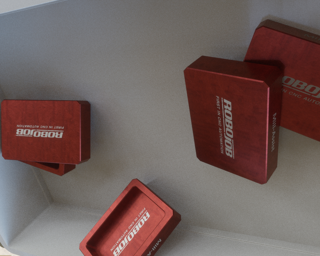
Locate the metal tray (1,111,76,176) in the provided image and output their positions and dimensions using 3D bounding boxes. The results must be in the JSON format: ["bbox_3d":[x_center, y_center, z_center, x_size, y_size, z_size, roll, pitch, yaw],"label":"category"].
[{"bbox_3d":[-0.198,0.016,0.504,0.130,0.030,0.089,15,108,19],"label":"metal tray"}]

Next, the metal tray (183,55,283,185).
[{"bbox_3d":[0.078,-0.007,0.333,0.090,0.030,0.129,19,137,36],"label":"metal tray"}]

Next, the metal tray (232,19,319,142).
[{"bbox_3d":[0.144,-0.041,0.304,0.130,0.030,0.089,24,127,13],"label":"metal tray"}]

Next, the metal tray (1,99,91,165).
[{"bbox_3d":[-0.169,0.004,0.458,0.130,0.030,0.089,2,94,14],"label":"metal tray"}]

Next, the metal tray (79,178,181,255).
[{"bbox_3d":[-0.044,0.149,0.444,0.090,0.130,0.030,33,170,37],"label":"metal tray"}]
